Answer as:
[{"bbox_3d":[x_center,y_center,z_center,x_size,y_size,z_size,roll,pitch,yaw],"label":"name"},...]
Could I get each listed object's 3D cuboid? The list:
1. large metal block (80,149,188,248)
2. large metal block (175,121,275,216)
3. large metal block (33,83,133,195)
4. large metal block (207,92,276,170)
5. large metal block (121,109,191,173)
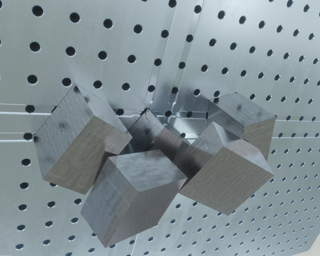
[{"bbox_3d":[-0.028,0.074,0.341,0.081,0.050,0.079,-3,130,-51],"label":"large metal block"},{"bbox_3d":[0.074,0.051,0.379,0.080,0.050,0.080,29,116,-23],"label":"large metal block"},{"bbox_3d":[-0.087,0.010,0.335,0.050,0.080,0.080,34,99,-39],"label":"large metal block"},{"bbox_3d":[0.111,0.006,0.442,0.050,0.080,0.079,-15,125,-20],"label":"large metal block"},{"bbox_3d":[-0.007,0.035,0.414,0.080,0.050,0.080,-49,129,6],"label":"large metal block"}]
